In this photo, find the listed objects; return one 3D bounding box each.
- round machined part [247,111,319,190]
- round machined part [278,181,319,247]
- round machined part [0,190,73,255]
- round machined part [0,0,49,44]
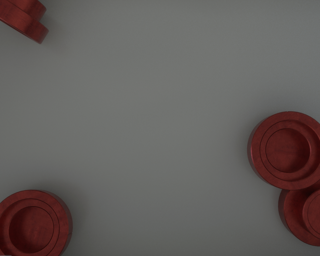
[{"bbox_3d":[0.162,0.029,0.401,0.099,0.042,0.097,0,85,2],"label":"round machined part"},{"bbox_3d":[0.211,0.107,0.404,0.099,0.042,0.097,0,90,0],"label":"round machined part"},{"bbox_3d":[-0.160,0.128,0.396,0.099,0.042,0.098,0,79,-1],"label":"round machined part"},{"bbox_3d":[-0.179,-0.147,0.373,0.098,0.098,0.042,31,90,0],"label":"round machined part"}]
